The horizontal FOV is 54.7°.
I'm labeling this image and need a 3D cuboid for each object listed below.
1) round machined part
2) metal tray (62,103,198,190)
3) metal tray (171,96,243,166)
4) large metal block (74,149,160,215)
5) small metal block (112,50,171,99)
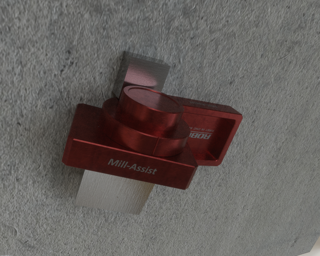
[{"bbox_3d":[-0.013,-0.013,0.333,0.099,0.098,0.042,6,115,-32],"label":"round machined part"},{"bbox_3d":[-0.032,0.018,0.339,0.131,0.090,0.030,14,113,-15],"label":"metal tray"},{"bbox_3d":[0.045,0.007,0.436,0.131,0.030,0.089,6,115,-32],"label":"metal tray"},{"bbox_3d":[-0.052,0.055,0.375,0.081,0.050,0.079,14,125,-15],"label":"large metal block"},{"bbox_3d":[-0.022,-0.058,0.362,0.050,0.025,0.050,7,115,-32],"label":"small metal block"}]
